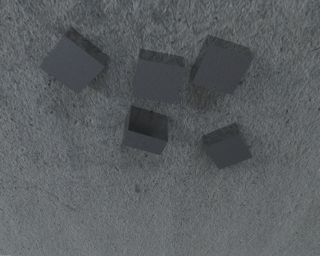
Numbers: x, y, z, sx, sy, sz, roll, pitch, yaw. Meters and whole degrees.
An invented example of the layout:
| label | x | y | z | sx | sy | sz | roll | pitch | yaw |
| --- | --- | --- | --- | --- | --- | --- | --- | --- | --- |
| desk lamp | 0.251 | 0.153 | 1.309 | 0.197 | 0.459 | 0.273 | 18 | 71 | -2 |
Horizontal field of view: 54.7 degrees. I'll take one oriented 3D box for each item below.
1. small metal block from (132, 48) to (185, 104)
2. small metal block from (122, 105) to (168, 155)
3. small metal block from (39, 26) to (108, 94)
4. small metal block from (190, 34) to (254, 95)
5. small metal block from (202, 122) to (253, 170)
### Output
| label | x | y | z | sx | sy | sz | roll | pitch | yaw |
| --- | --- | --- | --- | --- | --- | --- | --- | --- | --- |
| small metal block | -0.003 | -0.059 | 0.357 | 0.050 | 0.025 | 0.050 | 9 | 130 | -8 |
| small metal block | -0.018 | 0.002 | 0.392 | 0.050 | 0.050 | 0.025 | 17 | 128 | -14 |
| small metal block | -0.095 | -0.074 | 0.343 | 0.050 | 0.025 | 0.050 | 37 | 121 | -27 |
| small metal block | 0.068 | -0.070 | 0.348 | 0.050 | 0.025 | 0.050 | 14 | 129 | -12 |
| small metal block | 0.094 | 0.026 | 0.430 | 0.050 | 0.025 | 0.050 | -24 | 126 | 19 |
